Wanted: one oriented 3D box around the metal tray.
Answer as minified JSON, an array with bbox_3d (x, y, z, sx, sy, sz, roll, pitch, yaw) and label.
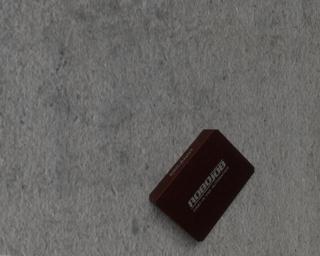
[{"bbox_3d":[0.060,0.076,0.428,0.090,0.030,0.130,45,76,-15],"label":"metal tray"}]
